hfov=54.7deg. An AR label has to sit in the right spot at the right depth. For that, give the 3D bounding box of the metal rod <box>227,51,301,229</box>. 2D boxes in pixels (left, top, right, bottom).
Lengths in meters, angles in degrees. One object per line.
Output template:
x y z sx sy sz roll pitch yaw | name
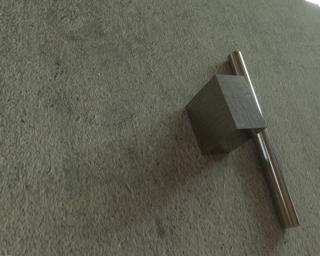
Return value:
0.155 0.002 0.485 0.025 0.025 0.299 5 60 -26 | metal rod

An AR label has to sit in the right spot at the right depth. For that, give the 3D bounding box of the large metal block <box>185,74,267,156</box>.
0.086 -0.016 0.425 0.050 0.080 0.080 -2 63 -29 | large metal block
